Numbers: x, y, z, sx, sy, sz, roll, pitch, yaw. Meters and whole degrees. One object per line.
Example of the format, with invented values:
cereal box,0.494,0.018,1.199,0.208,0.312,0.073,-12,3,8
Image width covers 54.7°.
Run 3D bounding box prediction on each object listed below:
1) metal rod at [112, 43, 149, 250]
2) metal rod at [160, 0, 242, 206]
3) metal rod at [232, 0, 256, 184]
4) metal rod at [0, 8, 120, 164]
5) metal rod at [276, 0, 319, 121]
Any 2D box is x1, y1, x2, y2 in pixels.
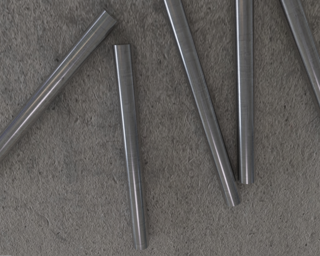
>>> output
metal rod,-0.037,0.039,0.423,0.025,0.025,0.298,-3,110,1
metal rod,0.058,-0.027,0.400,0.025,0.025,0.298,-18,109,6
metal rod,0.105,-0.066,0.385,0.025,0.025,0.298,-6,110,2
metal rod,-0.159,-0.029,0.397,0.025,0.025,0.299,41,105,-14
metal rod,0.169,-0.110,0.370,0.025,0.025,0.299,-26,108,9
